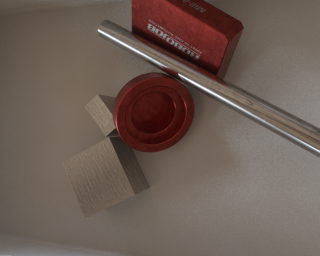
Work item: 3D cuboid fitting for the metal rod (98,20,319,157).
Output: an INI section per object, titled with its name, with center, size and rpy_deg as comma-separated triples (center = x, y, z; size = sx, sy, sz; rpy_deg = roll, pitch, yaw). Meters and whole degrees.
[metal rod]
center = 0.044, -0.057, 0.356
size = 0.300, 0.025, 0.025
rpy_deg = 33, 101, 22

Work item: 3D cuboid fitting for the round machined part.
[round machined part]
center = -0.010, -0.022, 0.386
size = 0.098, 0.098, 0.042
rpy_deg = -57, 30, 11

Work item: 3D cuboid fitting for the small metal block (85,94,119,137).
[small metal block]
center = -0.066, -0.016, 0.419
size = 0.025, 0.050, 0.050
rpy_deg = -40, 78, 16

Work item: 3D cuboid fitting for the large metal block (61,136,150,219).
[large metal block]
center = -0.073, 0.065, 0.422
size = 0.080, 0.050, 0.080
rpy_deg = -28, 81, 17

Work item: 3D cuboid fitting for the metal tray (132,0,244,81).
[metal tray]
center = 0.025, -0.112, 0.367
size = 0.130, 0.090, 0.030
rpy_deg = 36, 63, 16
